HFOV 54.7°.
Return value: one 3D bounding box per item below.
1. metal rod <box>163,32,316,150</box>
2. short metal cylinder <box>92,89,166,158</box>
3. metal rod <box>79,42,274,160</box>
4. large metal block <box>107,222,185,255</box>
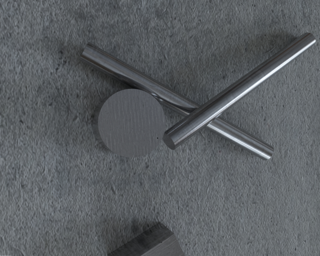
[{"bbox_3d":[0.124,-0.062,0.436,0.302,0.025,0.025,-35,102,-24],"label":"metal rod"},{"bbox_3d":[-0.040,-0.006,0.381,0.081,0.050,0.079,0,90,-20],"label":"short metal cylinder"},{"bbox_3d":[0.035,-0.028,0.421,0.301,0.025,0.025,27,81,-18],"label":"metal rod"},{"bbox_3d":[-0.009,0.181,0.393,0.081,0.050,0.080,-28,99,-18],"label":"large metal block"}]
